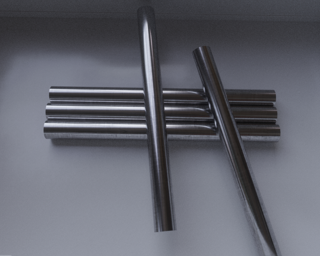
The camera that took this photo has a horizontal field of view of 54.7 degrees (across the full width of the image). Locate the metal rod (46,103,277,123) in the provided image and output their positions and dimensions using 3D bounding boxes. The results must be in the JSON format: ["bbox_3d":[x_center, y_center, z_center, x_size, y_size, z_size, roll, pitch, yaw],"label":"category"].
[{"bbox_3d":[0.002,-0.019,0.415,0.302,0.025,0.025,1,70,0],"label":"metal rod"}]

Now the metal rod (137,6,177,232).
[{"bbox_3d":[-0.007,-0.026,0.391,0.025,0.025,0.299,-5,70,-2],"label":"metal rod"}]

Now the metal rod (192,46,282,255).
[{"bbox_3d":[0.094,0.039,0.374,0.025,0.025,0.299,-15,78,-6],"label":"metal rod"}]

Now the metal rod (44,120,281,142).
[{"bbox_3d":[0.003,0.004,0.407,0.302,0.025,0.025,1,70,0],"label":"metal rod"}]

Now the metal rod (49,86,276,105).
[{"bbox_3d":[0.004,-0.042,0.424,0.302,0.025,0.025,1,70,0],"label":"metal rod"}]
